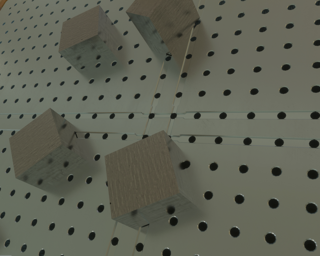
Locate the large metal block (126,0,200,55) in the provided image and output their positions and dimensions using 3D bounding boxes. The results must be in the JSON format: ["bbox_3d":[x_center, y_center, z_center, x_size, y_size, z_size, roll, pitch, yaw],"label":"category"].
[{"bbox_3d":[0.007,-0.174,0.477,0.050,0.080,0.080,28,77,37],"label":"large metal block"}]

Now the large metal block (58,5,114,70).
[{"bbox_3d":[-0.131,-0.164,0.563,0.080,0.050,0.080,-18,55,18],"label":"large metal block"}]

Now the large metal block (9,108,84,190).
[{"bbox_3d":[-0.171,0.031,0.465,0.080,0.050,0.080,-36,51,4],"label":"large metal block"}]

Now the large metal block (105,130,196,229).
[{"bbox_3d":[-0.013,0.061,0.363,0.080,0.050,0.080,-24,53,13],"label":"large metal block"}]
